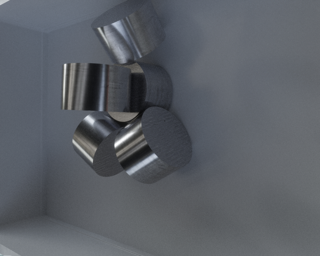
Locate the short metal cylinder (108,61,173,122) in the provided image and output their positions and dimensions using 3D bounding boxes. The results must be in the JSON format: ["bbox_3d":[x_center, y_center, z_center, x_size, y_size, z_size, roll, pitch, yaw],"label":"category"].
[{"bbox_3d":[-0.030,-0.048,0.412,0.080,0.050,0.080,0,90,40],"label":"short metal cylinder"}]

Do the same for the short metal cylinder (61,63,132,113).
[{"bbox_3d":[-0.074,-0.045,0.364,0.080,0.081,0.050,4,93,40],"label":"short metal cylinder"}]

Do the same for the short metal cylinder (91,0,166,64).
[{"bbox_3d":[-0.039,-0.125,0.393,0.080,0.080,0.050,5,136,40],"label":"short metal cylinder"}]

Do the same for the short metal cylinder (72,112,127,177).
[{"bbox_3d":[-0.072,0.020,0.428,0.050,0.081,0.079,36,112,34],"label":"short metal cylinder"}]

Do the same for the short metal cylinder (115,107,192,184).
[{"bbox_3d":[-0.007,0.021,0.375,0.050,0.081,0.080,-36,68,35],"label":"short metal cylinder"}]
